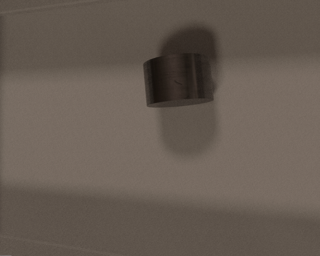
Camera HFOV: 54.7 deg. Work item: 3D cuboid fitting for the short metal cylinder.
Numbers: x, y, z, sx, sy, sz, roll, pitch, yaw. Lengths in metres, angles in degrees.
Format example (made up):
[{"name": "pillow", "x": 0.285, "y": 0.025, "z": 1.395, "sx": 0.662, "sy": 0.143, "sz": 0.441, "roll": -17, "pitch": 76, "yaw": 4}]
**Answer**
[{"name": "short metal cylinder", "x": 0.022, "y": -0.054, "z": 0.373, "sx": 0.080, "sy": 0.080, "sz": 0.050, "roll": -6, "pitch": 88, "yaw": 19}]
